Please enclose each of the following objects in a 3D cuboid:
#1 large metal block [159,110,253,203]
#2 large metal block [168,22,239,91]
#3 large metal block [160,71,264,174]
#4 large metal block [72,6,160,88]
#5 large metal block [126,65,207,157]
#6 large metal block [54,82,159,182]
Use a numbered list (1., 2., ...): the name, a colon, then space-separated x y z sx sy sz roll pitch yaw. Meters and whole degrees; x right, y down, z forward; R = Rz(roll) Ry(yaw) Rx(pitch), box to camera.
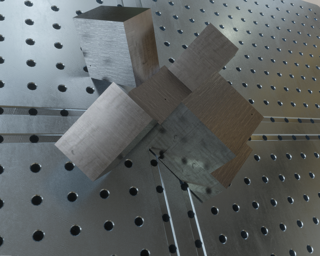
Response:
1. large metal block: 0.060 0.034 0.402 0.080 0.050 0.080 44 50 4
2. large metal block: 0.062 -0.095 0.443 0.050 0.080 0.080 44 11 2
3. large metal block: 0.062 -0.008 0.364 0.080 0.050 0.080 45 50 2
4. large metal block: -0.052 -0.103 0.388 0.080 0.080 0.050 17 43 31
5. large metal block: 0.002 -0.023 0.407 0.080 0.050 0.080 44 51 2
6. large metal block: -0.049 0.003 0.324 0.050 0.080 0.080 44 93 3
